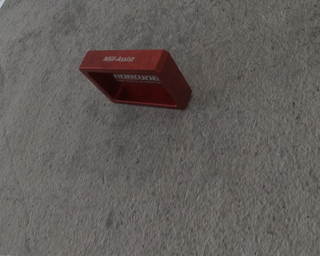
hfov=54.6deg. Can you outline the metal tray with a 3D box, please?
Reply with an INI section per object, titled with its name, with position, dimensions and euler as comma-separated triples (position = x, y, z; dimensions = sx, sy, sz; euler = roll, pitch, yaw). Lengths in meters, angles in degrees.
[metal tray]
position = -0.032, -0.065, 0.419
dimensions = 0.130, 0.090, 0.030
euler = 8, 66, 32
